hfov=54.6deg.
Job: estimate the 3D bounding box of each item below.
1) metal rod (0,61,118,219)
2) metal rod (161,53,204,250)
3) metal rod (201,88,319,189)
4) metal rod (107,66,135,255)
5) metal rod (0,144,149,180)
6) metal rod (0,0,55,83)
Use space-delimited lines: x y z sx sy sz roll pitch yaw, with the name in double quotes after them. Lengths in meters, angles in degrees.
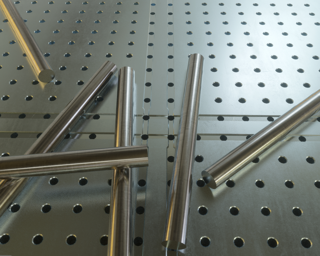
-0.137 0.010 0.398 0.025 0.025 0.301 18 52 15 "metal rod"
0.036 0.003 0.405 0.025 0.025 0.300 7 50 6 "metal rod"
0.176 -0.010 0.417 0.302 0.025 0.025 -30 56 -23 "metal rod"
-0.045 0.029 0.382 0.025 0.025 0.300 -2 50 -2 "metal rod"
-0.164 0.043 0.336 0.302 0.025 0.025 -5 50 -4 "metal rod"
-0.250 -0.178 0.556 0.025 0.025 0.300 -25 54 -19 "metal rod"
